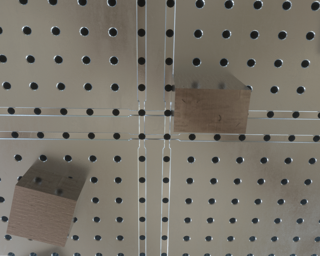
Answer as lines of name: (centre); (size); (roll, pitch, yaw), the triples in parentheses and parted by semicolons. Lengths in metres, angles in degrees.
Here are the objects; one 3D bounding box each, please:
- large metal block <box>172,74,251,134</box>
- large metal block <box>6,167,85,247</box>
large metal block: (0.056, -0.032, 0.373); (0.081, 0.080, 0.050); (1, 110, -1)
large metal block: (-0.160, 0.112, 0.439); (0.080, 0.050, 0.079); (17, 109, -7)
